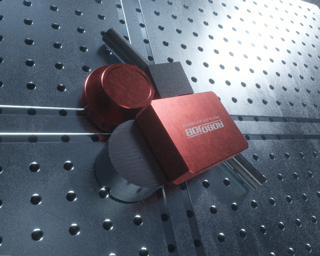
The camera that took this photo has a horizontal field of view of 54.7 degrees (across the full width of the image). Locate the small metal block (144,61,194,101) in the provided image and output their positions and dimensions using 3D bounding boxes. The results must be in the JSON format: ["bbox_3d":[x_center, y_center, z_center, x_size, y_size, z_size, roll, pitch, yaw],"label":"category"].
[{"bbox_3d":[0.010,-0.059,0.415,0.050,0.025,0.050,-13,71,-28],"label":"small metal block"}]

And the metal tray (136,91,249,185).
[{"bbox_3d":[0.044,0.005,0.371,0.131,0.030,0.090,-14,69,-47],"label":"metal tray"}]

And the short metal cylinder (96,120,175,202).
[{"bbox_3d":[-0.026,0.037,0.350,0.081,0.050,0.080,14,56,-21],"label":"short metal cylinder"}]

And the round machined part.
[{"bbox_3d":[-0.046,-0.043,0.393,0.099,0.042,0.098,13,57,-20],"label":"round machined part"}]

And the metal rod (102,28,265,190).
[{"bbox_3d":[0.031,-0.029,0.438,0.300,0.025,0.025,45,51,3],"label":"metal rod"}]
